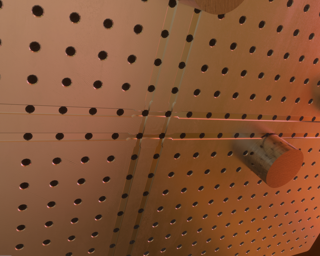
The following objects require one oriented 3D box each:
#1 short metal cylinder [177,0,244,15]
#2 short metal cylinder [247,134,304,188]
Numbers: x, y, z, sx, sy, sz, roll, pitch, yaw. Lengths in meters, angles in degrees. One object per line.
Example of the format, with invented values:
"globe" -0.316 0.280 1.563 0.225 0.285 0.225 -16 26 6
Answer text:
"short metal cylinder" 0.053 -0.165 0.323 0.081 0.050 0.079 -14 125 -21
"short metal cylinder" 0.202 0.058 0.544 0.081 0.050 0.079 -14 124 -21
